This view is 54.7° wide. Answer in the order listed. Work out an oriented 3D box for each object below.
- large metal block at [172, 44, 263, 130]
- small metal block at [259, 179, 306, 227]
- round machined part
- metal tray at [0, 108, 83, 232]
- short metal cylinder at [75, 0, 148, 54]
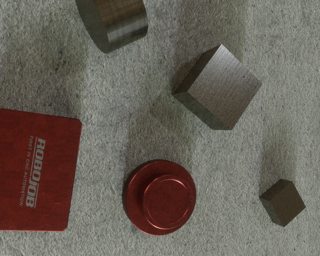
[{"bbox_3d":[0.078,-0.053,0.425,0.080,0.050,0.080,39,78,-16],"label":"large metal block"},{"bbox_3d":[0.190,0.115,0.480,0.050,0.025,0.050,-34,101,-17],"label":"small metal block"},{"bbox_3d":[0.004,0.091,0.402,0.099,0.042,0.097,0,90,-20],"label":"round machined part"},{"bbox_3d":[-0.145,0.048,0.353,0.091,0.030,0.129,9,87,-20],"label":"metal tray"},{"bbox_3d":[-0.057,-0.133,0.359,0.050,0.080,0.080,-30,100,-18],"label":"short metal cylinder"}]
